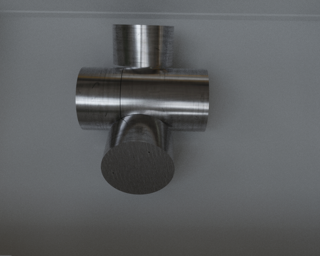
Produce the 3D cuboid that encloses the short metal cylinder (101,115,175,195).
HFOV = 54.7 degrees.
[{"bbox_3d":[-0.024,0.031,0.359,0.081,0.079,0.050,0,36,0],"label":"short metal cylinder"}]

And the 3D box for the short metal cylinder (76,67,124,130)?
[{"bbox_3d":[-0.070,-0.037,0.392,0.050,0.080,0.080,1,70,1],"label":"short metal cylinder"}]

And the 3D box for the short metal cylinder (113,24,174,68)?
[{"bbox_3d":[-0.022,-0.110,0.411,0.080,0.080,0.050,2,108,0],"label":"short metal cylinder"}]

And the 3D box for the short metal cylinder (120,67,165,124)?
[{"bbox_3d":[-0.019,-0.036,0.391,0.050,0.080,0.080,1,70,1],"label":"short metal cylinder"}]

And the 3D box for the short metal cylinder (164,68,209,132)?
[{"bbox_3d":[0.031,-0.035,0.392,0.050,0.080,0.080,1,70,1],"label":"short metal cylinder"}]
